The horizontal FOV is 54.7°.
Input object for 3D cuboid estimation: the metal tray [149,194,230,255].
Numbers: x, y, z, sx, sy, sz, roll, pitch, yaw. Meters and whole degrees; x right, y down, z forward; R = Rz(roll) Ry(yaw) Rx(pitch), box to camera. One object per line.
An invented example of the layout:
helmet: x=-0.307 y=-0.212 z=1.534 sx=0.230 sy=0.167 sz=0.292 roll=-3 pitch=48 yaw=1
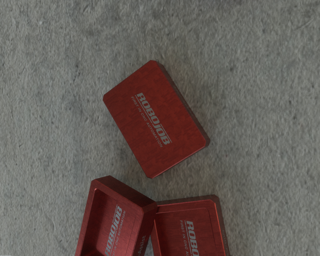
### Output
metal tray: x=0.040 y=0.156 z=0.391 sx=0.090 sy=0.030 sz=0.129 roll=-12 pitch=86 yaw=19

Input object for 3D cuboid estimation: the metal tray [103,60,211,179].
metal tray: x=-0.006 y=-0.011 z=0.408 sx=0.090 sy=0.030 sz=0.130 roll=-34 pitch=79 yaw=16

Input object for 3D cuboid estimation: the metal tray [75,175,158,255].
metal tray: x=-0.061 y=0.140 z=0.407 sx=0.090 sy=0.030 sz=0.129 roll=23 pitch=105 yaw=31
